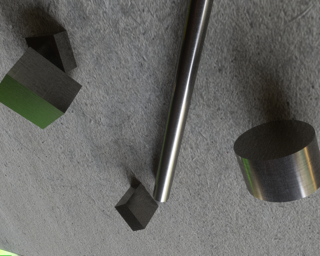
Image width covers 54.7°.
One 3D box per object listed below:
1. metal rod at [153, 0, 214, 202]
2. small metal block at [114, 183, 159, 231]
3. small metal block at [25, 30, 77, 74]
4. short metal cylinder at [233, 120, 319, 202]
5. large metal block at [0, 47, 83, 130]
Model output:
[{"bbox_3d":[0.022,-0.018,0.382,0.025,0.025,0.298,21,126,15],"label":"metal rod"},{"bbox_3d":[-0.035,0.123,0.484,0.025,0.050,0.050,-25,105,36],"label":"small metal block"},{"bbox_3d":[-0.146,-0.102,0.419,0.050,0.025,0.050,4,120,26],"label":"small metal block"},{"bbox_3d":[0.124,0.032,0.326,0.080,0.080,0.050,-10,114,32],"label":"short metal cylinder"},{"bbox_3d":[-0.167,-0.050,0.421,0.080,0.050,0.080,38,144,-24],"label":"large metal block"}]
